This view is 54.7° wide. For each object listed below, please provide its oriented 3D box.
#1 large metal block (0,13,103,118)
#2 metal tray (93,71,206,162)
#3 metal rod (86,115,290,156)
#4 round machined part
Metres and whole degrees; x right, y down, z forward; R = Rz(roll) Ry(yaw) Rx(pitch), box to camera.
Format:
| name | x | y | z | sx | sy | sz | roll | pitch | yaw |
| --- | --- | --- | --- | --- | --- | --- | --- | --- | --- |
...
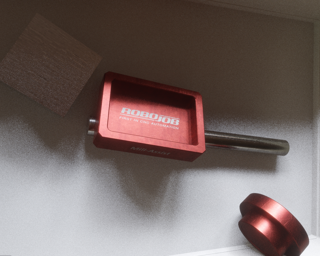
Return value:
| name | x | y | z | sx | sy | sz | roll | pitch | yaw |
| --- | --- | --- | --- | --- | --- | --- | --- | --- | --- |
| large metal block | -0.125 | -0.066 | 0.351 | 0.080 | 0.050 | 0.080 | 33 | 79 | -17 |
| metal tray | -0.010 | -0.013 | 0.383 | 0.131 | 0.030 | 0.090 | 11 | 60 | -18 |
| metal rod | 0.053 | 0.014 | 0.431 | 0.302 | 0.025 | 0.025 | 7 | 88 | -20 |
| round machined part | 0.148 | 0.141 | 0.428 | 0.042 | 0.098 | 0.098 | -39 | 103 | -19 |
